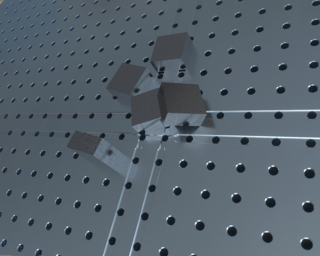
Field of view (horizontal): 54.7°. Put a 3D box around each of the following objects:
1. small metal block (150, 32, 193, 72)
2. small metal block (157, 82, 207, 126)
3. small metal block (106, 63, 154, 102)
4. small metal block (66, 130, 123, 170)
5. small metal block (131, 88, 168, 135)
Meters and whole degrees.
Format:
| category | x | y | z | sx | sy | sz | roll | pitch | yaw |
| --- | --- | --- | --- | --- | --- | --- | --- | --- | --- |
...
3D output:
| category | x | y | z | sx | sy | sz | roll | pitch | yaw |
| --- | --- | --- | --- | --- | --- | --- | --- | --- | --- |
| small metal block | 0.018 | -0.114 | 0.467 | 0.050 | 0.025 | 0.050 | 0 | 62 | 27 |
| small metal block | 0.027 | -0.030 | 0.395 | 0.050 | 0.025 | 0.050 | 1 | 54 | -16 |
| small metal block | -0.046 | -0.069 | 0.473 | 0.050 | 0.025 | 0.050 | 19 | 71 | 34 |
| small metal block | -0.087 | 0.030 | 0.418 | 0.050 | 0.050 | 0.025 | 12 | 68 | 33 |
| small metal block | -0.011 | -0.024 | 0.428 | 0.050 | 0.025 | 0.050 | -17 | 55 | 18 |
